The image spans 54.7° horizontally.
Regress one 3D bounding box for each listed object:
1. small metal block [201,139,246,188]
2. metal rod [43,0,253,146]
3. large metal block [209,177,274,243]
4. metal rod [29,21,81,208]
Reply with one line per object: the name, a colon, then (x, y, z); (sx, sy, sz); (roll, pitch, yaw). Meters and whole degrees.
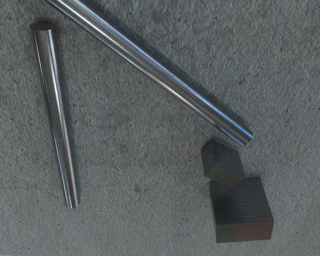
small metal block: (0.087, 0.050, 0.434); (0.050, 0.050, 0.025); (24, 126, -19)
metal rod: (0.002, -0.062, 0.354); (0.301, 0.025, 0.025); (33, 122, -26)
large metal block: (0.122, 0.126, 0.480); (0.080, 0.080, 0.050); (-6, 130, 4)
metal rod: (-0.132, 0.009, 0.413); (0.025, 0.025, 0.298); (3, 130, -3)
